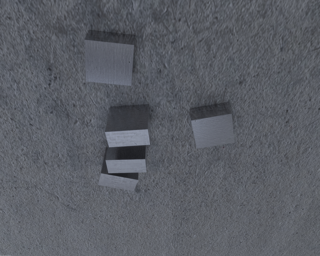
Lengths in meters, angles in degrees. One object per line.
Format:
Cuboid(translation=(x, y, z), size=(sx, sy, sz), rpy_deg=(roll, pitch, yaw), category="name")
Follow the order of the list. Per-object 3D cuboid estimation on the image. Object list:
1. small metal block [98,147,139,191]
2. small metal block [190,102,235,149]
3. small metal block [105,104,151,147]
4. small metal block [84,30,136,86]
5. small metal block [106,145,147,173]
Cuboid(translation=(-0.057, 0.058, 0.439), size=(0.050, 0.050, 0.025), rpy_deg=(12, 129, -11), category="small metal block")
Cuboid(translation=(0.068, -0.003, 0.405), size=(0.050, 0.025, 0.050), rpy_deg=(-10, 130, 8), category="small metal block")
Cuboid(translation=(-0.038, -0.004, 0.387), size=(0.050, 0.050, 0.025), rpy_deg=(-4, 130, 3), category="small metal block")
Cuboid(translation=(-0.054, -0.077, 0.341), size=(0.050, 0.025, 0.050), rpy_deg=(5, 130, -5), category="small metal block")
Cuboid(translation=(-0.043, 0.033, 0.419), size=(0.050, 0.050, 0.025), rpy_deg=(-2, 130, 1), category="small metal block")
